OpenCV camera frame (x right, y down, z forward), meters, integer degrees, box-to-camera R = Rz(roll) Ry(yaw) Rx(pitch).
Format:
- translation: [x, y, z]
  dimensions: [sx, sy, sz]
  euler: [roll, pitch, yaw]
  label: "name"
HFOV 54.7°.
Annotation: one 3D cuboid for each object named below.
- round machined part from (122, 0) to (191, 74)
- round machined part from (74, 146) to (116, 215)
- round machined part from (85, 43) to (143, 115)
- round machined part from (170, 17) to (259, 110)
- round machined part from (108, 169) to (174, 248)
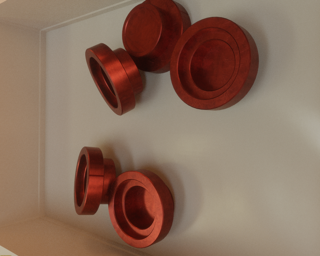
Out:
- translation: [-0.011, -0.122, 0.403]
  dimensions: [0.098, 0.042, 0.097]
  euler: [0, 90, 39]
  label: "round machined part"
- translation: [-0.095, 0.077, 0.455]
  dimensions: [0.098, 0.042, 0.098]
  euler: [152, 122, -60]
  label: "round machined part"
- translation: [-0.058, -0.069, 0.421]
  dimensions: [0.098, 0.042, 0.098]
  euler: [50, 159, 28]
  label: "round machined part"
- translation: [0.062, -0.068, 0.343]
  dimensions: [0.098, 0.042, 0.097]
  euler: [0, 90, 39]
  label: "round machined part"
- translation: [-0.020, 0.103, 0.411]
  dimensions: [0.098, 0.042, 0.097]
  euler: [0, 90, 39]
  label: "round machined part"
